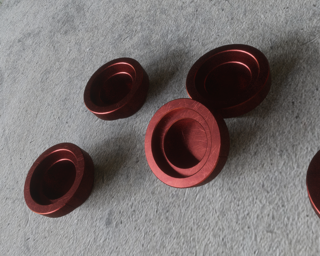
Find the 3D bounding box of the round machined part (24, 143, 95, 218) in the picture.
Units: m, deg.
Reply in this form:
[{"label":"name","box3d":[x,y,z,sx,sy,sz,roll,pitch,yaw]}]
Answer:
[{"label":"round machined part","box3d":[-0.129,0.072,0.417,0.098,0.042,0.098,-13,56,21]}]

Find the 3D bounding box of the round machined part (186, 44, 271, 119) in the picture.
[{"label":"round machined part","box3d":[0.085,-0.052,0.379,0.098,0.042,0.098,-13,54,19]}]

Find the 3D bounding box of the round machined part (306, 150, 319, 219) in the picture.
[{"label":"round machined part","box3d":[0.181,0.048,0.269,0.098,0.042,0.098,-13,56,21]}]

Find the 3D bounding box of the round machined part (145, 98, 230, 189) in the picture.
[{"label":"round machined part","box3d":[0.034,0.018,0.350,0.098,0.042,0.097,-5,81,36]}]

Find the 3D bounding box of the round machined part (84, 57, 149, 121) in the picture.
[{"label":"round machined part","box3d":[-0.059,-0.053,0.457,0.098,0.042,0.098,-13,56,21]}]
